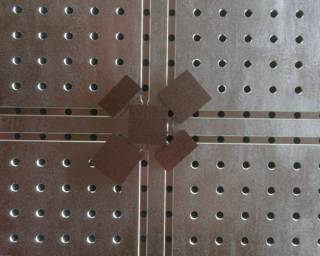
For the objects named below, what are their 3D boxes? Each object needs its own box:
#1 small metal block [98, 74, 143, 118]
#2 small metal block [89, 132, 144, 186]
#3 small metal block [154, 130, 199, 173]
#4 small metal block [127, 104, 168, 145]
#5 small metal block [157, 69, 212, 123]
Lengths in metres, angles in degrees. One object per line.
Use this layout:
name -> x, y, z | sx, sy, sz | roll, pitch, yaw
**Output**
small metal block -> -0.049, -0.039, 0.400 | 0.025, 0.050, 0.050 | 44, 91, -1
small metal block -> -0.056, 0.040, 0.413 | 0.050, 0.025, 0.050 | 38, 89, -1
small metal block -> 0.020, 0.028, 0.401 | 0.050, 0.050, 0.025 | -42, 90, 0
small metal block -> -0.015, -0.004, 0.413 | 0.050, 0.025, 0.050 | 4, 89, 1
small metal block -> 0.032, -0.041, 0.413 | 0.050, 0.025, 0.050 | -40, 90, 0
